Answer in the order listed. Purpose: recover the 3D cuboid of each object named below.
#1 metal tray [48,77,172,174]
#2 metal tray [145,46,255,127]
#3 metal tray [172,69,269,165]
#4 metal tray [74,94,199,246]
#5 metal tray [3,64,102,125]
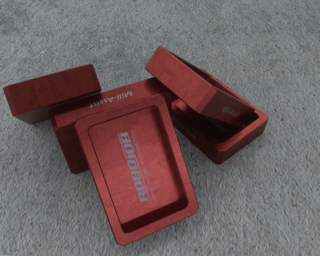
[{"bbox_3d":[-0.052,-0.002,0.363,0.131,0.089,0.030,-20,53,-16],"label":"metal tray"},{"bbox_3d":[0.053,-0.046,0.371,0.090,0.030,0.131,45,18,30],"label":"metal tray"},{"bbox_3d":[0.066,-0.022,0.420,0.091,0.030,0.130,-31,57,-24],"label":"metal tray"},{"bbox_3d":[-0.022,0.040,0.314,0.091,0.030,0.129,-20,98,-16],"label":"metal tray"},{"bbox_3d":[-0.123,-0.036,0.372,0.091,0.130,0.030,-19,92,-16],"label":"metal tray"}]
